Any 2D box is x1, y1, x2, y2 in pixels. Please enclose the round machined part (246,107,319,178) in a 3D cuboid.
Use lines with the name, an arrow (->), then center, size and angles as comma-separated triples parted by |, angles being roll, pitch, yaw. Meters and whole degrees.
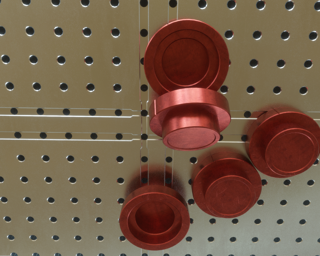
round machined part -> 0.169, 0.025, 0.415 | 0.099, 0.042, 0.097 | 0, 110, 0

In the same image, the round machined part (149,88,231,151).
round machined part -> 0.036, -0.004, 0.374 | 0.099, 0.042, 0.098 | -2, 153, -1

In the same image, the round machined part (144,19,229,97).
round machined part -> 0.030, -0.081, 0.375 | 0.099, 0.042, 0.097 | 0, 110, 0

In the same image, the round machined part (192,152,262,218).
round machined part -> 0.095, 0.087, 0.437 | 0.099, 0.042, 0.097 | 0, 110, 0

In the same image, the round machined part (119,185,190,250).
round machined part -> -0.007, 0.124, 0.450 | 0.099, 0.042, 0.097 | 0, 110, 0
